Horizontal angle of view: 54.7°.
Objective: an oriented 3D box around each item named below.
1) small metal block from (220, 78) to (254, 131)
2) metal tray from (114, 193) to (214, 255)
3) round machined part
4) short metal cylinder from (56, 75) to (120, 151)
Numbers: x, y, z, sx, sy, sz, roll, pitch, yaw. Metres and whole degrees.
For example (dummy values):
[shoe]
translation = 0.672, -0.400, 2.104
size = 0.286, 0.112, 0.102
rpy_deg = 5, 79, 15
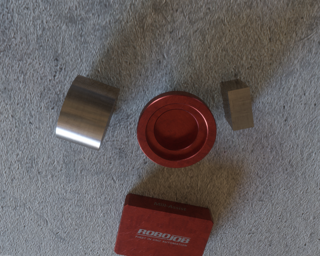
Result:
[small metal block]
translation = 0.095, -0.030, 0.386
size = 0.025, 0.050, 0.050
rpy_deg = -12, 110, 4
[metal tray]
translation = 0.004, 0.155, 0.464
size = 0.131, 0.030, 0.089
rpy_deg = 12, 110, -5
[round machined part]
translation = 0.021, -0.001, 0.401
size = 0.099, 0.042, 0.097
rpy_deg = 0, 110, 0
[short metal cylinder]
translation = -0.085, -0.018, 0.373
size = 0.050, 0.080, 0.079
rpy_deg = 19, 109, -7
